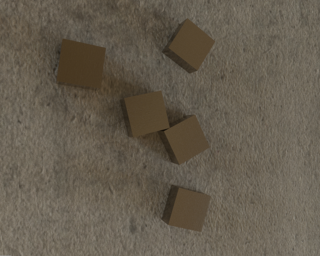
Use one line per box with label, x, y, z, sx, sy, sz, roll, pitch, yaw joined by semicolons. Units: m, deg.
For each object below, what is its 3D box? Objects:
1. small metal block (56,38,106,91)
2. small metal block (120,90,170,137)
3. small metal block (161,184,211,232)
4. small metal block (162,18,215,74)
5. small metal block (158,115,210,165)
small metal block;-0.096;-0.075;0.374;0.050;0.025;0.050;8;87;-20
small metal block;-0.020;-0.018;0.403;0.050;0.025;0.050;-14;95;-20
small metal block;0.036;0.109;0.424;0.050;0.025;0.050;19;84;-20
small metal block;0.039;-0.111;0.425;0.050;0.025;0.050;35;79;-17
small metal block;0.032;0.015;0.422;0.050;0.025;0.050;-28;100;-18
